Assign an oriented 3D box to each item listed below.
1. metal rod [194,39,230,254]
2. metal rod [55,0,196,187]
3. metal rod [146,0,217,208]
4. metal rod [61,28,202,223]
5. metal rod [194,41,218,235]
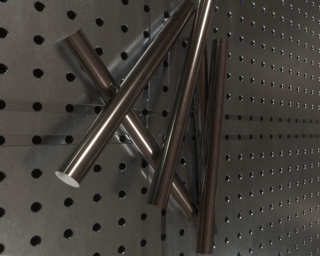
[{"bbox_3d":[0.074,0.023,0.440,0.025,0.025,0.298,9,84,-40],"label":"metal rod"},{"bbox_3d":[-0.022,-0.063,0.364,0.025,0.025,0.301,50,52,-29],"label":"metal rod"},{"bbox_3d":[0.032,-0.047,0.408,0.025,0.025,0.299,26,71,-37],"label":"metal rod"},{"bbox_3d":[-0.022,0.015,0.392,0.025,0.025,0.299,-48,119,-30],"label":"metal rod"},{"bbox_3d":[0.066,0.011,0.467,0.025,0.025,0.298,-6,94,-40],"label":"metal rod"}]
